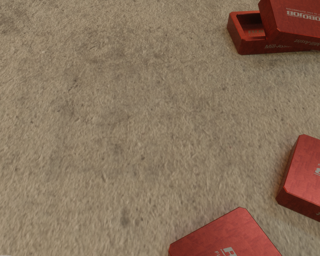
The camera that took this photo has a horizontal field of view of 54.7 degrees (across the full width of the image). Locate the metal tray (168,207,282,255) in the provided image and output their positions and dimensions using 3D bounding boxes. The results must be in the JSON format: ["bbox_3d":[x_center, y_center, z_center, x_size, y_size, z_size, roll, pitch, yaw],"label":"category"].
[{"bbox_3d":[0.076,0.147,0.277,0.091,0.030,0.130,-22,54,-18],"label":"metal tray"}]

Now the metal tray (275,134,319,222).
[{"bbox_3d":[0.208,0.068,0.345,0.130,0.030,0.090,22,53,17],"label":"metal tray"}]

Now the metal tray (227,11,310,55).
[{"bbox_3d":[0.194,-0.171,0.546,0.131,0.030,0.090,-5,50,-4],"label":"metal tray"}]

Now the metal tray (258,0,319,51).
[{"bbox_3d":[0.237,-0.179,0.519,0.131,0.030,0.090,4,64,-14],"label":"metal tray"}]
